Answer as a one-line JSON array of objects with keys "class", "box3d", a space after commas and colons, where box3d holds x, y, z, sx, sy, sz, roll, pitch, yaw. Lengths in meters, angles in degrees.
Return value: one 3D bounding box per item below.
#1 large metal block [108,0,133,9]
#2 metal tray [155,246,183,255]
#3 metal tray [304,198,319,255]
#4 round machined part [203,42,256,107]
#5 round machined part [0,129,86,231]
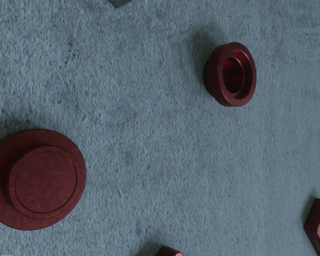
[{"class": "large metal block", "box3d": [-0.043, -0.187, 0.334, 0.080, 0.080, 0.050, 39, 66, -34]}, {"class": "metal tray", "box3d": [0.016, 0.238, 0.418, 0.090, 0.030, 0.130, -43, 116, -32]}, {"class": "metal tray", "box3d": [0.389, 0.241, 0.733, 0.090, 0.030, 0.130, -50, 120, -28]}, {"class": "round machined part", "box3d": [0.105, -0.082, 0.485, 0.099, 0.042, 0.097, 0, 90, -40]}, {"class": "round machined part", "box3d": [-0.116, 0.049, 0.298, 0.099, 0.042, 0.097, 0, 90, -40]}]
